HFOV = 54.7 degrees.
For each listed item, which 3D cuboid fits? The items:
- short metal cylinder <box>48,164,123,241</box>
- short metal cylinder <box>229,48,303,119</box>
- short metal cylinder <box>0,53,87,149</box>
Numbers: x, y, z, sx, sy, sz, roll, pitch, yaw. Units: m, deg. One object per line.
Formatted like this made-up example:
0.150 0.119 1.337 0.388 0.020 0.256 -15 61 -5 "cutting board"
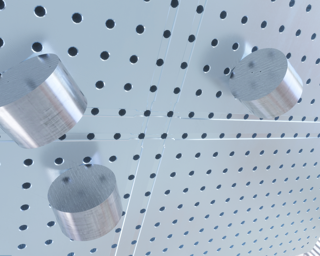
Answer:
-0.090 0.090 0.382 0.081 0.080 0.050 -19 126 -18 "short metal cylinder"
0.141 -0.059 0.416 0.050 0.080 0.080 34 99 -39 "short metal cylinder"
-0.118 -0.027 0.295 0.080 0.080 0.050 -33 129 -7 "short metal cylinder"
